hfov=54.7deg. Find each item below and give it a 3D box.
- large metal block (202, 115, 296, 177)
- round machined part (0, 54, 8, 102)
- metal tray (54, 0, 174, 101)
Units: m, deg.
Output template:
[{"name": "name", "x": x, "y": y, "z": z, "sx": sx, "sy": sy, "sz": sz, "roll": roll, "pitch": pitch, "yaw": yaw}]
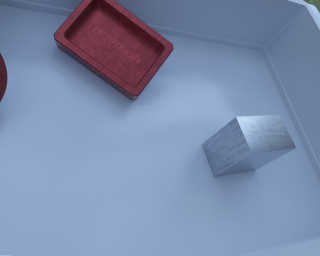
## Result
[{"name": "large metal block", "x": 0.118, "y": 0.025, "z": 0.421, "sx": 0.081, "sy": 0.080, "sz": 0.050, "roll": -3, "pitch": 64, "yaw": -30}, {"name": "round machined part", "x": -0.204, "y": -0.051, "z": 0.296, "sx": 0.099, "sy": 0.042, "sz": 0.097, "roll": -10, "pitch": 105, "yaw": -39}, {"name": "metal tray", "x": -0.060, "y": -0.110, "z": 0.413, "sx": 0.130, "sy": 0.030, "sz": 0.090, "roll": 36, "pitch": 79, "yaw": -5}]
